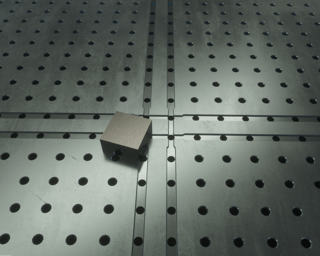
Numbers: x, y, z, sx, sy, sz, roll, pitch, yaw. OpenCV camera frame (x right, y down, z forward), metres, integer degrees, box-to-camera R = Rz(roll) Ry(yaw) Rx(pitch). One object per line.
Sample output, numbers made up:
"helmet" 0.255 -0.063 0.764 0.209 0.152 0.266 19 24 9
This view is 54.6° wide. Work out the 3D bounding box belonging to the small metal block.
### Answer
"small metal block" -0.042 0.009 0.400 0.050 0.025 0.050 14 51 12
